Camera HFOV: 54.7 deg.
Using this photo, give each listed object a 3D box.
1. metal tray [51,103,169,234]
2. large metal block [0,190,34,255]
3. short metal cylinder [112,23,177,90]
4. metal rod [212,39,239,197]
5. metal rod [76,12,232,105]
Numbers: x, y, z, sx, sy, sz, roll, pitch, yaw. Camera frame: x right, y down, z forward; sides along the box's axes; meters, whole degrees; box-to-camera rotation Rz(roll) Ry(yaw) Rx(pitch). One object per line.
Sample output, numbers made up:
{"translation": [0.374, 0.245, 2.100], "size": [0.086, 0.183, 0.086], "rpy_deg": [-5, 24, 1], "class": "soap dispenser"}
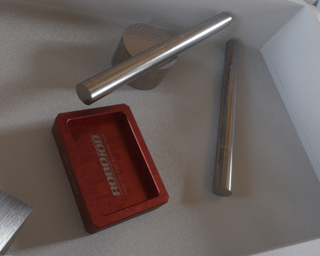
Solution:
{"translation": [-0.057, 0.039, 0.348], "size": [0.091, 0.030, 0.130], "rpy_deg": [-13, 68, -34], "class": "metal tray"}
{"translation": [-0.158, 0.080, 0.232], "size": [0.080, 0.050, 0.080], "rpy_deg": [32, 14, -8], "class": "large metal block"}
{"translation": [-0.023, -0.101, 0.440], "size": [0.081, 0.050, 0.080], "rpy_deg": [14, 56, -21], "class": "short metal cylinder"}
{"translation": [0.108, -0.036, 0.487], "size": [0.025, 0.025, 0.300], "rpy_deg": [24, 53, -14], "class": "metal rod"}
{"translation": [0.014, -0.107, 0.415], "size": [0.025, 0.025, 0.302], "rpy_deg": [48, 51, 5], "class": "metal rod"}
